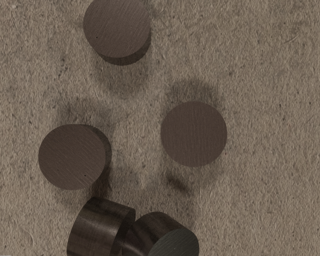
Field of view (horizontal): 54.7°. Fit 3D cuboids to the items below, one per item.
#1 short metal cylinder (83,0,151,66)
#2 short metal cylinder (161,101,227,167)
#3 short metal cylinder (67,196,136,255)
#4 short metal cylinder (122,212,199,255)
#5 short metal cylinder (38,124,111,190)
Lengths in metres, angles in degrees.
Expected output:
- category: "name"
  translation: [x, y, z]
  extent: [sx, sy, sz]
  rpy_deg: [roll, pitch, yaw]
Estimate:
- category: "short metal cylinder"
  translation: [-0.052, -0.124, 0.397]
  extent: [0.081, 0.050, 0.079]
  rpy_deg: [0, 90, -1]
- category: "short metal cylinder"
  translation: [0.041, 0.007, 0.398]
  extent: [0.081, 0.050, 0.079]
  rpy_deg: [0, 90, -1]
- category: "short metal cylinder"
  translation: [-0.069, 0.129, 0.377]
  extent: [0.050, 0.080, 0.080]
  rpy_deg: [16, 90, 13]
- category: "short metal cylinder"
  translation: [0.001, 0.150, 0.379]
  extent: [0.081, 0.050, 0.079]
  rpy_deg: [-8, 104, -33]
- category: "short metal cylinder"
  translation: [-0.106, 0.035, 0.396]
  extent: [0.081, 0.050, 0.079]
  rpy_deg: [0, 90, -1]
